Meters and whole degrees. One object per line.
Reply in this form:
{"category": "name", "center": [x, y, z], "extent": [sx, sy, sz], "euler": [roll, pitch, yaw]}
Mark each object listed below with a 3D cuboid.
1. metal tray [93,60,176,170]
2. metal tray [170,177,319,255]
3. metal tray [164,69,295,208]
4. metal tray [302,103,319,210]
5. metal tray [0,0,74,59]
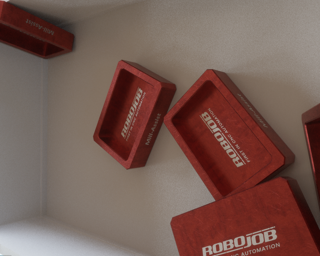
{"category": "metal tray", "center": [-0.040, -0.019, 0.436], "extent": [0.090, 0.030, 0.129], "euler": [35, 111, 34]}
{"category": "metal tray", "center": [0.079, 0.109, 0.291], "extent": [0.130, 0.030, 0.090], "euler": [-30, 65, 30]}
{"category": "metal tray", "center": [0.070, 0.010, 0.345], "extent": [0.090, 0.030, 0.130], "euler": [-48, 62, 29]}
{"category": "metal tray", "center": [0.146, 0.045, 0.241], "extent": [0.030, 0.090, 0.129], "euler": [-10, 83, 14]}
{"category": "metal tray", "center": [-0.225, -0.159, 0.522], "extent": [0.090, 0.131, 0.030], "euler": [-2, 78, 40]}
